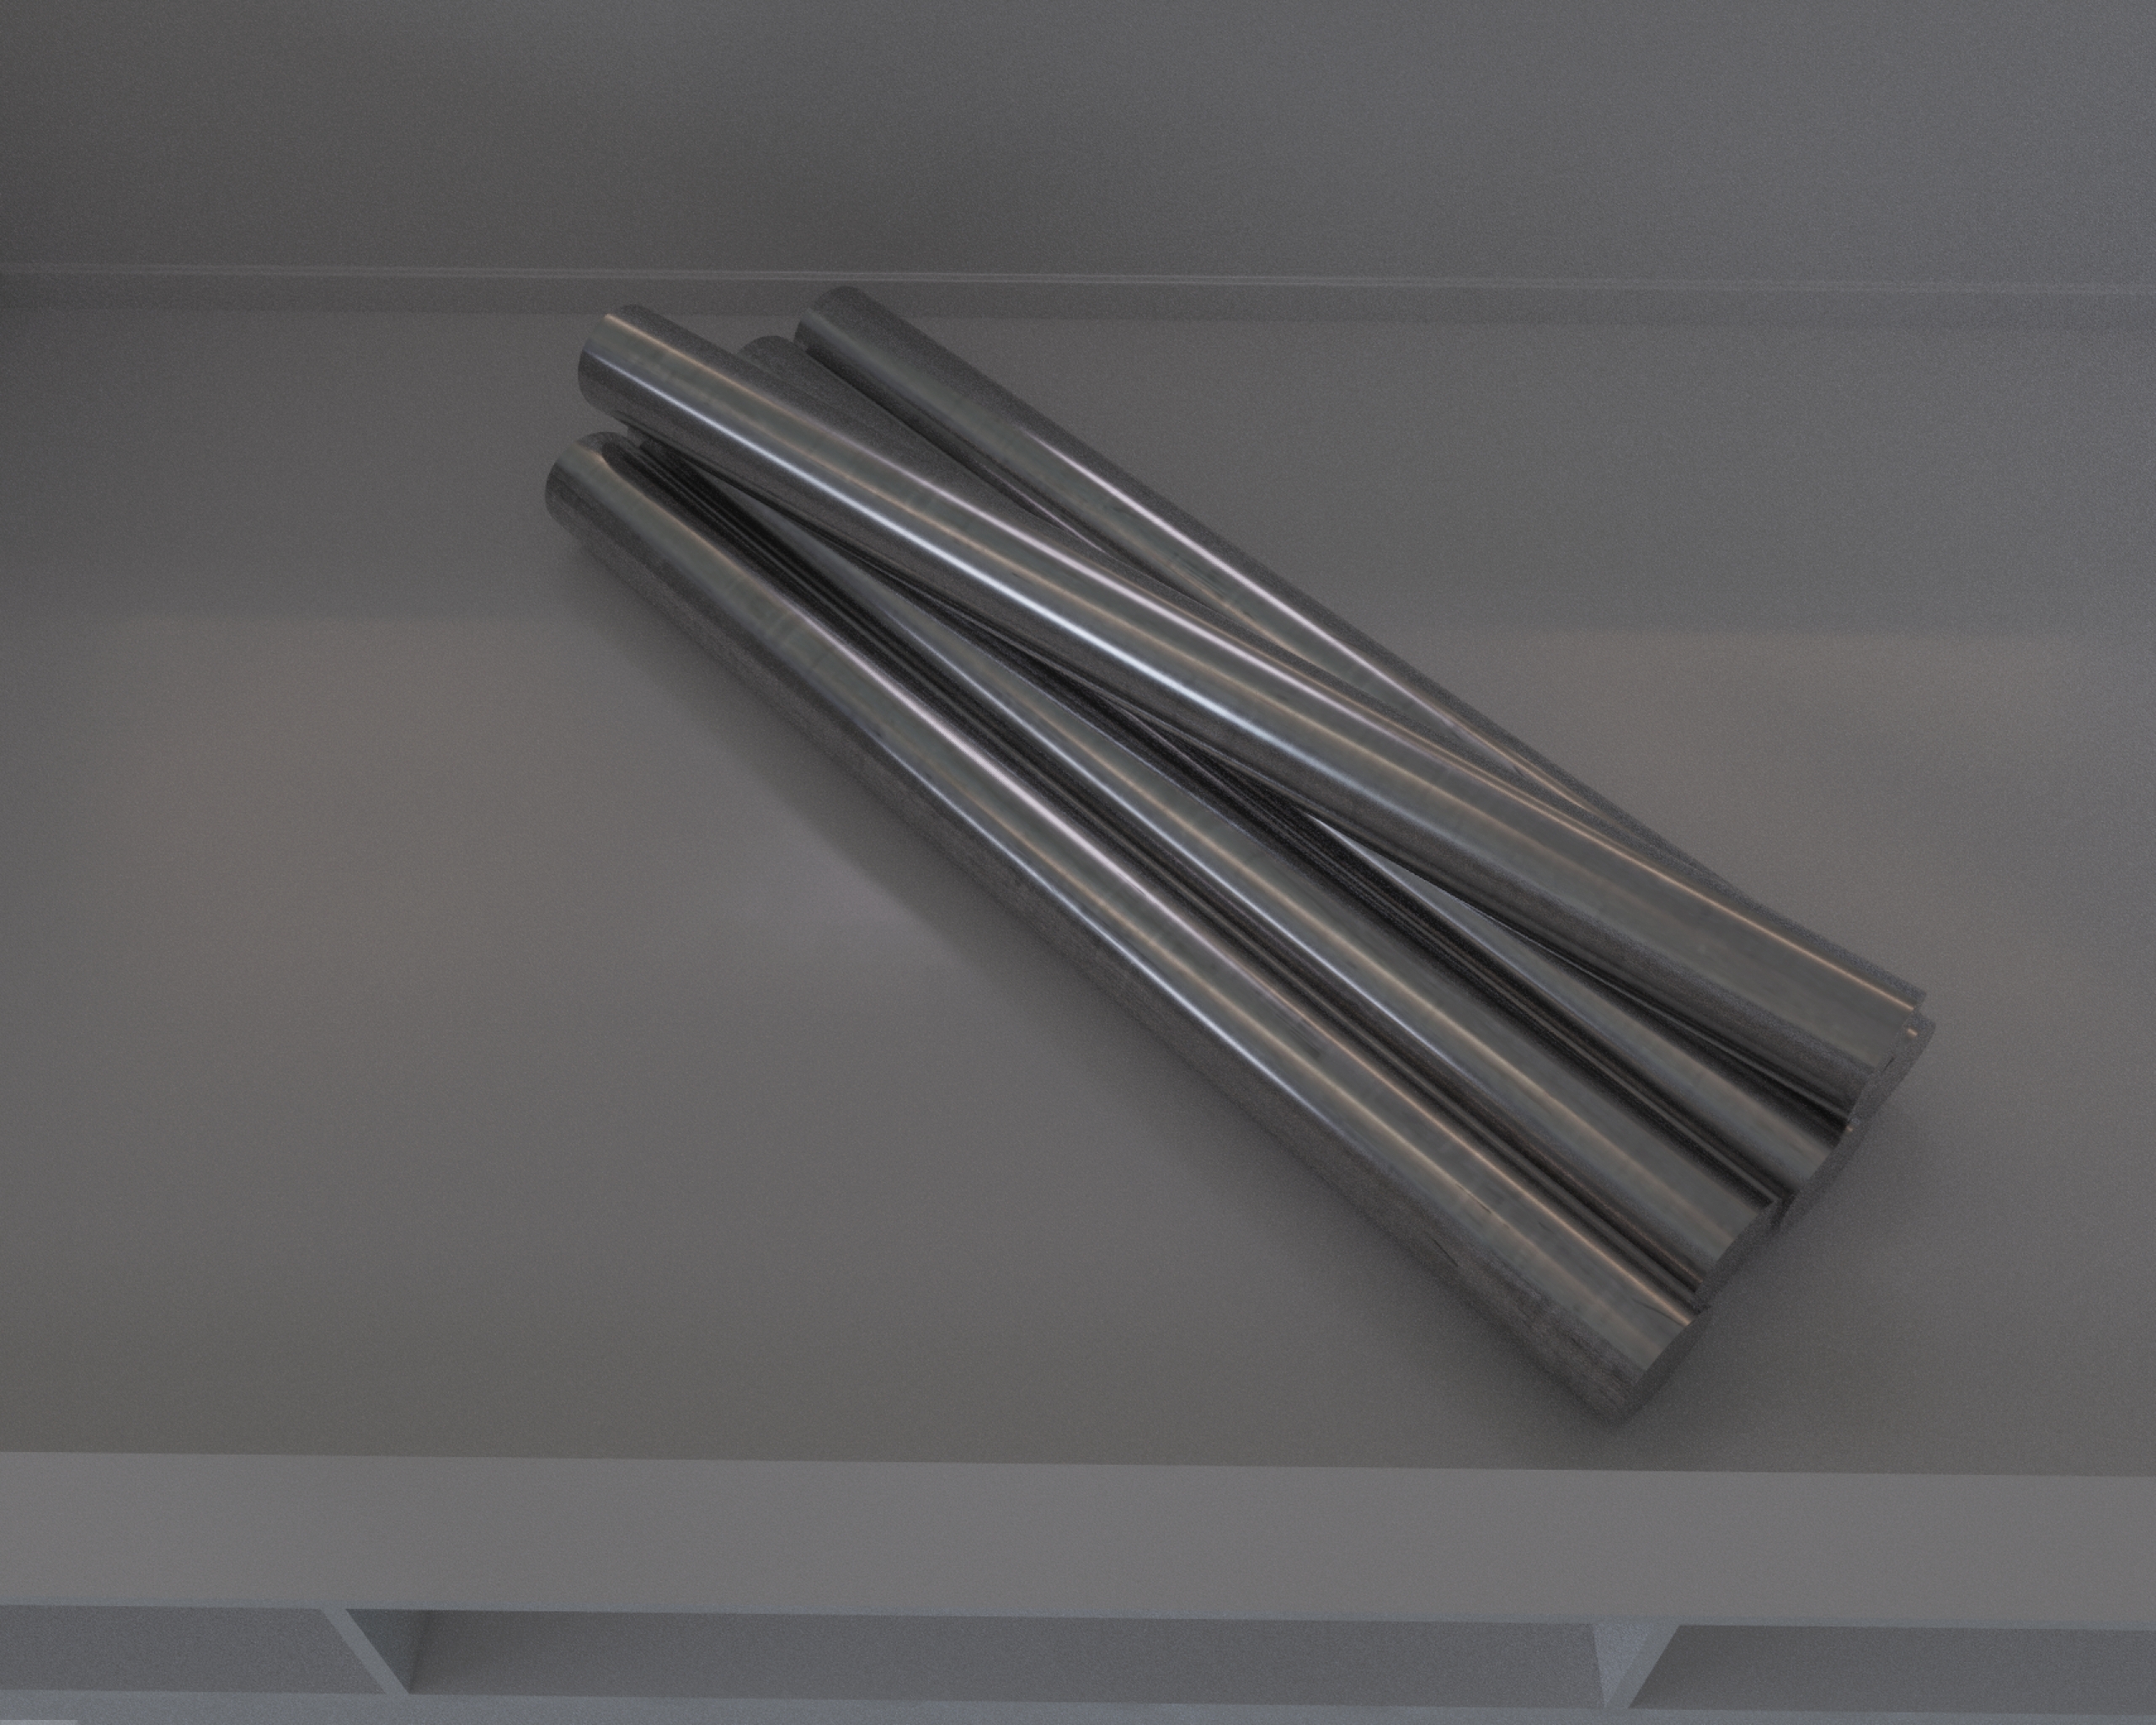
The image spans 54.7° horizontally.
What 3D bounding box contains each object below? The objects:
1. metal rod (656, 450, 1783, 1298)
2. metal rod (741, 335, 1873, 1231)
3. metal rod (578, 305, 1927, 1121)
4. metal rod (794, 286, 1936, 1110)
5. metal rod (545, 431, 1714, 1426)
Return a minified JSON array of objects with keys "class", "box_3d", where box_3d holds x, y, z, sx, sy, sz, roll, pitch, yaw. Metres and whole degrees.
[{"class":"metal rod","box_3d":[0.007,-0.018,0.419,0.025,0.025,0.300,-36,59,-26]},{"class":"metal rod","box_3d":[0.026,-0.030,0.429,0.025,0.025,0.300,-36,59,-26]},{"class":"metal rod","box_3d":[0.016,-0.040,0.403,0.300,0.025,0.025,32,57,23]},{"class":"metal rod","box_3d":[0.043,-0.046,0.442,0.025,0.025,0.300,-36,59,-26]},{"class":"metal rod","box_3d":[-0.008,-0.003,0.406,0.025,0.025,0.300,-36,59,-26]}]
